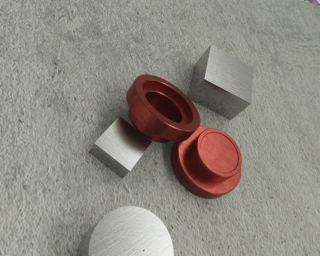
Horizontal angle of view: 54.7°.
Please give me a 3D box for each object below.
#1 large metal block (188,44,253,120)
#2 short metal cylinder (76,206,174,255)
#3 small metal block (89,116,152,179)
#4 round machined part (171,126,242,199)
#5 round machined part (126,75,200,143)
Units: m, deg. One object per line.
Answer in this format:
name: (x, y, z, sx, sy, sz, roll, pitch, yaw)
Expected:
large metal block: (0.096, -0.071, 0.485, 0.080, 0.050, 0.080, 25, 53, -13)
short metal cylinder: (-0.034, 0.121, 0.296, 0.081, 0.050, 0.080, 14, 56, -21)
small metal block: (-0.046, 0.022, 0.366, 0.050, 0.025, 0.050, 39, 51, -3)
round machined part: (0.067, 0.040, 0.407, 0.099, 0.042, 0.098, 14, 56, -21)
round machined part: (0.000, -0.020, 0.394, 0.098, 0.042, 0.098, 27, 34, -20)
